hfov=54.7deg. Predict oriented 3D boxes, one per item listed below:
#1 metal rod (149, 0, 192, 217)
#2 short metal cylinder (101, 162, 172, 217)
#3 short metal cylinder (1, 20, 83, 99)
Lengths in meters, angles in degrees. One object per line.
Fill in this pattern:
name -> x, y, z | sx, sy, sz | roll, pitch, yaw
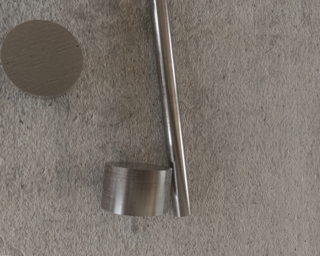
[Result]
metal rod -> 0.014, -0.032, 0.413 | 0.025, 0.025, 0.298 | -8, 93, -20
short metal cylinder -> -0.028, 0.070, 0.370 | 0.081, 0.080, 0.050 | 6, 88, -20
short metal cylinder -> -0.130, -0.073, 0.347 | 0.081, 0.050, 0.079 | 0, 90, -20
